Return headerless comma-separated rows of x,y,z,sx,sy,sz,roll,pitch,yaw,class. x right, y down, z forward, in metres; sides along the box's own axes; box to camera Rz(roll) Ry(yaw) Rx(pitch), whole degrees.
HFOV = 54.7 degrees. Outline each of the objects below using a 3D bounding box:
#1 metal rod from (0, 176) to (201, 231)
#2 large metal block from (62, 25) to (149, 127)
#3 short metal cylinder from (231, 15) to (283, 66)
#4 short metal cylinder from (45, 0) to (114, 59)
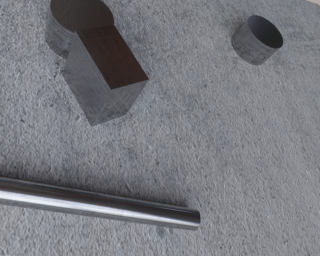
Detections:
-0.097,0.071,0.307,0.302,0.025,0.025,14,56,-20,metal rod
-0.068,-0.061,0.369,0.050,0.080,0.080,-22,74,-36,large metal block
0.184,-0.166,0.588,0.081,0.050,0.080,14,56,-21,short metal cylinder
-0.107,-0.135,0.412,0.081,0.050,0.080,14,56,-21,short metal cylinder
